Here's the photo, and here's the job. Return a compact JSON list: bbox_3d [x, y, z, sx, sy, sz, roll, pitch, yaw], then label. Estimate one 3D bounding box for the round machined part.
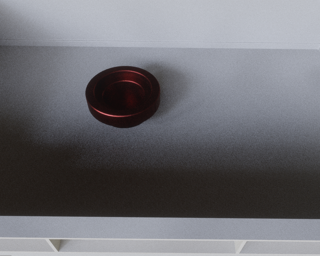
[{"bbox_3d":[-0.049,-0.038,0.425,0.099,0.042,0.098,0,50,0],"label":"round machined part"}]
